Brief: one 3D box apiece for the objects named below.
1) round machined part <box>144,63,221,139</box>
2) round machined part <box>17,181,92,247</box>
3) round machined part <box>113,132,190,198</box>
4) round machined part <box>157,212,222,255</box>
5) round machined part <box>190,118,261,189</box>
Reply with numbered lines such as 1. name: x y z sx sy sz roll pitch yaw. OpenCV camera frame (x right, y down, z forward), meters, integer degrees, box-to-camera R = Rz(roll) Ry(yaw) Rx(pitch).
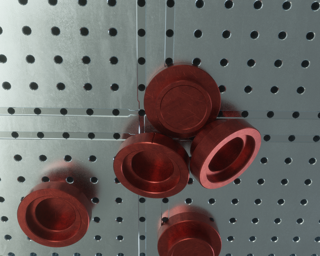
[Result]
1. round machined part: 0.029 -0.031 0.393 0.099 0.042 0.097 0 110 -1
2. round machined part: -0.147 0.119 0.446 0.099 0.042 0.097 0 110 -1
3. round machined part: -0.008 0.044 0.411 0.099 0.042 0.097 5 126 7
4. round machined part: 0.045 0.182 0.472 0.099 0.042 0.097 0 110 -1
5. round machined part: 0.078 0.028 0.400 0.099 0.042 0.097 -21 134 -23
